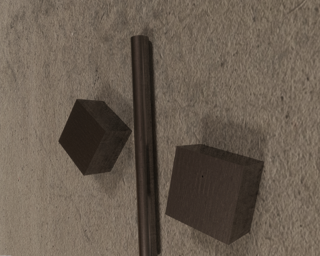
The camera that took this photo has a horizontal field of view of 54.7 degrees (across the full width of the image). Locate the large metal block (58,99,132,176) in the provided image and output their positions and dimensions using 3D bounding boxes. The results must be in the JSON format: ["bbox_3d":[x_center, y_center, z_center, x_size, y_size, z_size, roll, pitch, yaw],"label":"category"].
[{"bbox_3d":[-0.100,0.013,0.468,0.080,0.050,0.080,44,116,31],"label":"large metal block"}]

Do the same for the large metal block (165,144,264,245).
[{"bbox_3d":[0.058,0.067,0.339,0.080,0.050,0.079,15,100,38],"label":"large metal block"}]

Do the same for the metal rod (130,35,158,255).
[{"bbox_3d":[-0.022,0.025,0.420,0.025,0.025,0.298,-4,87,39],"label":"metal rod"}]
